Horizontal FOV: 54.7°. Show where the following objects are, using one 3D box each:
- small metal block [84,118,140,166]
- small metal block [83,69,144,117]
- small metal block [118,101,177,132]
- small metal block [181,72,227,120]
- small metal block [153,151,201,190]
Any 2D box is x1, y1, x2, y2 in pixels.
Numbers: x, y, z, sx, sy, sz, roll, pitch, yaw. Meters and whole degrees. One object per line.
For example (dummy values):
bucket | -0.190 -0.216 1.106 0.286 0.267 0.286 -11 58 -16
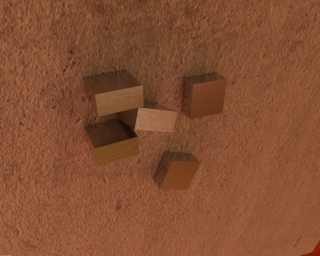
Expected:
small metal block | -0.058 0.014 0.368 0.050 0.050 0.025 -15 125 -20
small metal block | -0.051 -0.040 0.338 0.050 0.050 0.025 -14 125 -21
small metal block | -0.016 -0.015 0.370 0.050 0.050 0.025 4 104 -31
small metal block | 0.058 -0.043 0.412 0.050 0.025 0.050 -13 124 -22
small metal block | 0.024 0.064 0.460 0.050 0.025 0.050 9 114 -32
